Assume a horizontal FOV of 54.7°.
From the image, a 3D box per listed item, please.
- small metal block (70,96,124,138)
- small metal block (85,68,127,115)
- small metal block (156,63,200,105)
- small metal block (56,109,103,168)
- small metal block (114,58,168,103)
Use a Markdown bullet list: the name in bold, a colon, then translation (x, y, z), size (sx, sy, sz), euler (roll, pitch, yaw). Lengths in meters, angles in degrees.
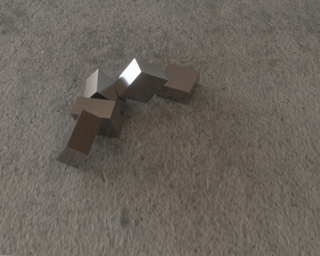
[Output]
- **small metal block**: translation (-0.078, -0.013, 0.392), size (0.050, 0.050, 0.025), euler (8, 62, 10)
- **small metal block**: translation (-0.073, -0.044, 0.418), size (0.025, 0.050, 0.050), euler (-36, 39, 26)
- **small metal block**: translation (0.027, -0.066, 0.459), size (0.050, 0.025, 0.050), euler (18, 52, 14)
- **small metal block**: translation (-0.096, 0.014, 0.367), size (0.025, 0.050, 0.050), euler (27, 56, -19)
- **small metal block**: translation (-0.026, -0.063, 0.425), size (0.050, 0.050, 0.025), euler (9, 47, -45)
